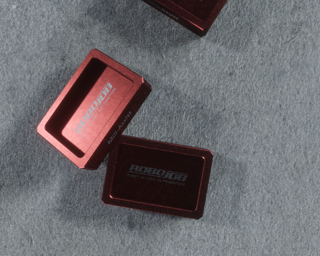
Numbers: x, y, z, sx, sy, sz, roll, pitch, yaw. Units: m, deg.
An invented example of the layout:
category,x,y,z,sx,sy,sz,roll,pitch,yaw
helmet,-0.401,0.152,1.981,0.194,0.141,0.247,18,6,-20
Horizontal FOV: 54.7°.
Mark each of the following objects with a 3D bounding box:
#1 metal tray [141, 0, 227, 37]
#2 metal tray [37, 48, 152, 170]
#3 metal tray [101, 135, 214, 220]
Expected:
category,x,y,z,sx,sy,sz,roll,pitch,yaw
metal tray,0.028,-0.194,0.407,0.130,0.030,0.090,32,90,-1
metal tray,-0.083,-0.024,0.390,0.090,0.030,0.130,35,90,22
metal tray,-0.003,0.063,0.407,0.131,0.030,0.089,10,90,-1
